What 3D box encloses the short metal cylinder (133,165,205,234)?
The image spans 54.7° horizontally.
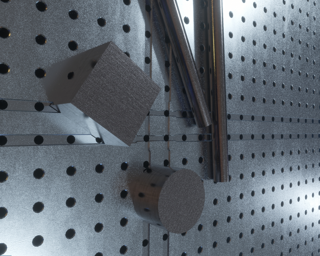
[{"bbox_3d":[0.013,0.091,0.404,0.081,0.050,0.079,0,90,-40],"label":"short metal cylinder"}]

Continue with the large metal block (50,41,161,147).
[{"bbox_3d":[-0.057,-0.035,0.345,0.080,0.050,0.080,41,65,-33],"label":"large metal block"}]

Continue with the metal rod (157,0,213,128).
[{"bbox_3d":[0.020,-0.141,0.424,0.025,0.025,0.298,-31,109,-36],"label":"metal rod"}]

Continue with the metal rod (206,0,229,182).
[{"bbox_3d":[0.090,-0.066,0.484,0.025,0.025,0.298,-4,93,-40],"label":"metal rod"}]
